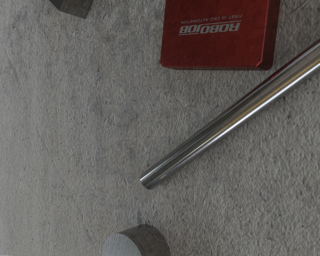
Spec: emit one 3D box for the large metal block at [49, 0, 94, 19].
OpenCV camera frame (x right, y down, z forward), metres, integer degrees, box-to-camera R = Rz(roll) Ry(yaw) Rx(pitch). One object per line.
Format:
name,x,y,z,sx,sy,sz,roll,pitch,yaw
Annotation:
large metal block,-0.146,-0.241,0.509,0.080,0.050,0.080,48,118,29

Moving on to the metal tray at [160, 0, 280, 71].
metal tray,0.062,-0.112,0.350,0.130,0.030,0.089,9,96,39

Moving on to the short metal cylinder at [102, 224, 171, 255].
short metal cylinder,-0.032,0.176,0.415,0.080,0.050,0.080,0,90,40

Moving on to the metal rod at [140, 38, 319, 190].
metal rod,0.080,-0.010,0.339,0.299,0.025,0.025,-40,66,32
